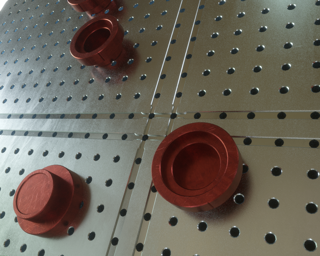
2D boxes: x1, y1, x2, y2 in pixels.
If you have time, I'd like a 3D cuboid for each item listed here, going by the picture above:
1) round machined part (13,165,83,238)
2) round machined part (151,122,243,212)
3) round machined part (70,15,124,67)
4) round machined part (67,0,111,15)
[{"bbox_3d":[-0.159,0.095,0.424,0.098,0.042,0.098,-13,56,21],"label":"round machined part"},{"bbox_3d":[0.043,0.046,0.347,0.098,0.042,0.098,-13,56,21],"label":"round machined part"},{"bbox_3d":[-0.105,-0.147,0.544,0.098,0.042,0.098,-13,56,21],"label":"round machined part"},{"bbox_3d":[-0.138,-0.275,0.640,0.098,0.042,0.098,-13,56,21],"label":"round machined part"}]
